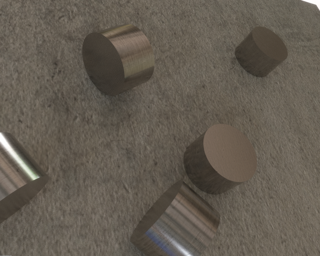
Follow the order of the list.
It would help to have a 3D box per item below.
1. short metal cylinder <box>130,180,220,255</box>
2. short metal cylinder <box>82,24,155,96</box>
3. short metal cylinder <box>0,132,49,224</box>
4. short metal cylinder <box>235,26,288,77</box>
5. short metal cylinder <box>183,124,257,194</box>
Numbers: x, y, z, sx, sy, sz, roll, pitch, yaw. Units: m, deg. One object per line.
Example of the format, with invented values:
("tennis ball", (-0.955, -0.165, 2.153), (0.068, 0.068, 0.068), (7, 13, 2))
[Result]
("short metal cylinder", (0.015, 0.100, 0.317), (0.050, 0.080, 0.080), (42, 51, 0))
("short metal cylinder", (-0.053, -0.086, 0.394), (0.050, 0.080, 0.080), (-31, 80, -38))
("short metal cylinder", (-0.144, 0.049, 0.262), (0.050, 0.080, 0.080), (48, 51, 5))
("short metal cylinder", (0.189, -0.142, 0.579), (0.081, 0.050, 0.080), (14, 56, -21))
("short metal cylinder", (0.078, 0.041, 0.407), (0.081, 0.050, 0.080), (14, 56, -21))
